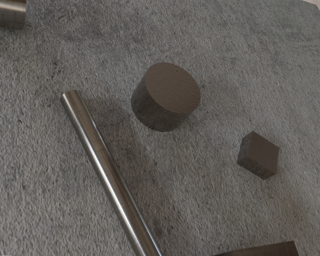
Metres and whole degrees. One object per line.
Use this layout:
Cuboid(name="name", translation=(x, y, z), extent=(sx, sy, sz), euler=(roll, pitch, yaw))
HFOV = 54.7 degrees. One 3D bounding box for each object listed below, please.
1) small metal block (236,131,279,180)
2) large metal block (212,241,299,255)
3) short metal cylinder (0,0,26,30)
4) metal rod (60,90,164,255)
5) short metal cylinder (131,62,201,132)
Cuboid(name="small metal block", translation=(0.146, 0.041, 0.460), extent=(0.050, 0.025, 0.050), euler=(32, 51, -8))
Cuboid(name="large metal block", translation=(0.091, 0.156, 0.324), extent=(0.081, 0.080, 0.050), euler=(4, 60, -27))
Cuboid(name="short metal cylinder", translation=(-0.189, -0.160, 0.365), extent=(0.050, 0.080, 0.080), euler=(0, 62, -28))
Cuboid(name="metal rod", translation=(-0.035, 0.088, 0.332), extent=(0.025, 0.025, 0.299), euler=(-19, 72, -36))
Cuboid(name="short metal cylinder", translation=(0.007, -0.041, 0.419), extent=(0.081, 0.050, 0.080), euler=(14, 56, -21))
